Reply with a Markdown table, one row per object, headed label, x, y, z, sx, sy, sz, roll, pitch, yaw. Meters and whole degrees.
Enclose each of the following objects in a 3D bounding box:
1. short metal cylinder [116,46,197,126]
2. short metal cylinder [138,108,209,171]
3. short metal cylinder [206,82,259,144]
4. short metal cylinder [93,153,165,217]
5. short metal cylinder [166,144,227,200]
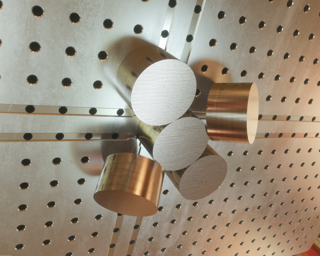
| label | x | y | z | sx | sy | sz | roll | pitch | yaw |
| --- | --- | --- | --- | --- | --- | --- | --- | --- | --- |
| short metal cylinder | -0.005 | -0.050 | 0.363 | 0.081 | 0.050 | 0.079 | -14 | 125 | -21 |
| short metal cylinder | 0.017 | 0.010 | 0.412 | 0.081 | 0.050 | 0.079 | -14 | 125 | -21 |
| short metal cylinder | 0.098 | -0.020 | 0.412 | 0.080 | 0.050 | 0.079 | -14 | 106 | -62 |
| short metal cylinder | -0.038 | 0.074 | 0.394 | 0.080 | 0.050 | 0.080 | 8 | 145 | 6 |
| short metal cylinder | 0.052 | 0.060 | 0.463 | 0.081 | 0.050 | 0.079 | -14 | 125 | -21 |
